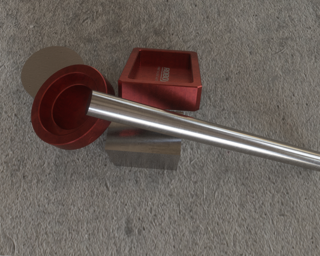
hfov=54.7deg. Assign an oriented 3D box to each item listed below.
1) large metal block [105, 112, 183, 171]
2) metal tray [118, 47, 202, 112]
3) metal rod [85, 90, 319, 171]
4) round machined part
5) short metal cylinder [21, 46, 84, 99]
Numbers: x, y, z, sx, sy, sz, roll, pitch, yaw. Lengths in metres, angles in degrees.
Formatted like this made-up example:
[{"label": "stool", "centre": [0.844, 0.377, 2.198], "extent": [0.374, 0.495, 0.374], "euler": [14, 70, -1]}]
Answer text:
[{"label": "large metal block", "centre": [-0.017, 0.016, 0.374], "extent": [0.081, 0.080, 0.050], "euler": [4, 70, 1]}, {"label": "metal tray", "centre": [0.003, -0.066, 0.391], "extent": [0.091, 0.030, 0.130], "euler": [4, 31, 1]}, {"label": "metal rod", "centre": [0.070, 0.010, 0.344], "extent": [0.302, 0.025, 0.025], "euler": [14, 69, -21]}, {"label": "round machined part", "centre": [-0.095, -0.021, 0.360], "extent": [0.098, 0.042, 0.098], "euler": [-7, 68, 18]}, {"label": "short metal cylinder", "centre": [-0.136, -0.062, 0.417], "extent": [0.081, 0.050, 0.080], "euler": [0, 70, 0]}]
